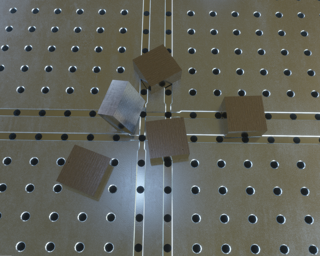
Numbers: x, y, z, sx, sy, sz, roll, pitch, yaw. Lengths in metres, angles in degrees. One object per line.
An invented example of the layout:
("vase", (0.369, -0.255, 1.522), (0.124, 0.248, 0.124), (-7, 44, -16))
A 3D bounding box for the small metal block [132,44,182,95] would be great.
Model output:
("small metal block", (-0.004, -0.084, 0.442), (0.050, 0.025, 0.050), (-30, 73, -11))

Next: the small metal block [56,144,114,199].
("small metal block", (-0.093, 0.055, 0.390), (0.050, 0.025, 0.050), (20, 71, 7))

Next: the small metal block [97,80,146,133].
("small metal block", (-0.049, -0.027, 0.405), (0.025, 0.050, 0.050), (9, 68, 29))

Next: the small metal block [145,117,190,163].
("small metal block", (0.009, 0.016, 0.406), (0.050, 0.025, 0.050), (-7, 70, -3))

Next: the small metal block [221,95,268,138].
("small metal block", (0.113, -0.015, 0.419), (0.050, 0.025, 0.050), (-2, 70, -1))
